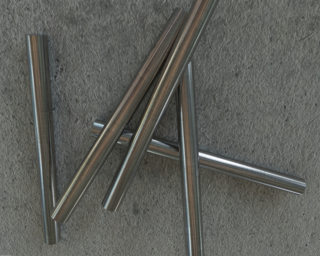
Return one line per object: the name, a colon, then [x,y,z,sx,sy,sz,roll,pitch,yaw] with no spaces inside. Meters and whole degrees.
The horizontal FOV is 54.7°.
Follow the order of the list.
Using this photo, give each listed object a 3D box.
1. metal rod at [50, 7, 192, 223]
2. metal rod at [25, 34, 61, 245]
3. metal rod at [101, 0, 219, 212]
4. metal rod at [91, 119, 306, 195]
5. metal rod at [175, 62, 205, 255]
metal rod: [-0.051,-0.009,0.382,0.025,0.025,0.299,31,98,-11]
metal rod: [-0.155,0.029,0.418,0.025,0.025,0.298,3,110,-1]
metal rod: [-0.005,-0.024,0.374,0.025,0.025,0.298,23,107,-8]
metal rod: [0.056,0.042,0.425,0.302,0.025,0.025,16,109,-6]
metal rod: [0.039,0.067,0.401,0.025,0.025,0.298,-4,98,1]
